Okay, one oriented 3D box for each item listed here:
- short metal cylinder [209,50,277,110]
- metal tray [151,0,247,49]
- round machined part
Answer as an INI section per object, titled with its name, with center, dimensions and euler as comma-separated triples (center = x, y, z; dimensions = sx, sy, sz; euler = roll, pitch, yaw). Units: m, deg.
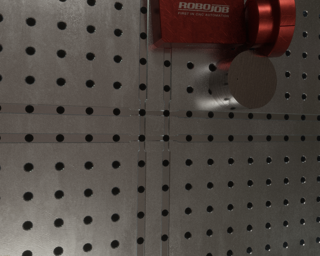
[short metal cylinder]
center = 0.118, -0.066, 0.444
dimensions = 0.081, 0.050, 0.079
euler = 0, 90, -20
[metal tray]
center = 0.055, -0.159, 0.431
dimensions = 0.131, 0.030, 0.089
euler = -5, 92, -20
[round machined part]
center = 0.145, -0.147, 0.431
dimensions = 0.042, 0.098, 0.097
euler = -4, 92, -4
